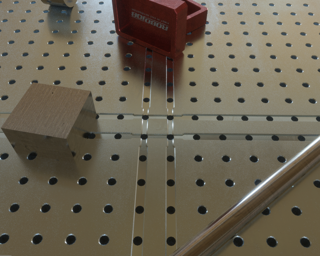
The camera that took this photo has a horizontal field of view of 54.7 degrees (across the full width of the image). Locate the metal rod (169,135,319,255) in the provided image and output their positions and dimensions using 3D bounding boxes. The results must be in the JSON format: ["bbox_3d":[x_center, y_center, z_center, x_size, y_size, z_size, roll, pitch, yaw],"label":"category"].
[{"bbox_3d":[0.120,0.072,0.347,0.302,0.025,0.025,-30,57,-23],"label":"metal rod"}]

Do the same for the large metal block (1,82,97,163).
[{"bbox_3d":[-0.136,-0.008,0.397,0.080,0.050,0.080,9,51,7],"label":"large metal block"}]

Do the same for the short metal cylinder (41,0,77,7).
[{"bbox_3d":[-0.199,-0.282,0.608,0.050,0.080,0.080,10,51,8],"label":"short metal cylinder"}]

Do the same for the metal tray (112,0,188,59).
[{"bbox_3d":[-0.019,-0.180,0.516,0.130,0.090,0.030,29,56,22],"label":"metal tray"}]

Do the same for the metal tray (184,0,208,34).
[{"bbox_3d":[0.014,-0.224,0.592,0.091,0.030,0.130,-34,58,-25],"label":"metal tray"}]
